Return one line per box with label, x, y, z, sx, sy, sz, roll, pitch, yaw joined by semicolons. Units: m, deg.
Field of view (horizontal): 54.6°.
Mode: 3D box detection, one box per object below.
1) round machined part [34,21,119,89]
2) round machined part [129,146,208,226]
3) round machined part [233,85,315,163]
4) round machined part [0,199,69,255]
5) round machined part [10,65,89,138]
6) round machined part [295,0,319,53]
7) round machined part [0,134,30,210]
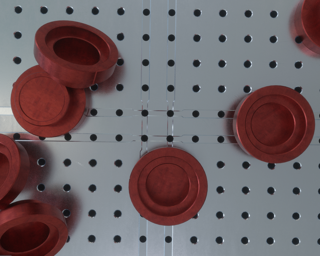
round machined part;-0.105;-0.087;0.387;0.098;0.098;0.042;29;133;0
round machined part;0.010;0.073;0.405;0.099;0.042;0.097;0;90;0
round machined part;0.144;-0.005;0.406;0.099;0.042;0.097;0;90;0
round machined part;-0.169;0.128;0.387;0.099;0.042;0.097;-16;130;-20
round machined part;-0.146;-0.036;0.404;0.099;0.042;0.097;0;90;0
round machined part;0.235;-0.148;0.406;0.099;0.042;0.097;0;90;0
round machined part;-0.209;0.059;0.391;0.098;0.042;0.098;-4;65;10
